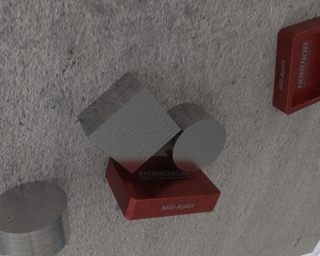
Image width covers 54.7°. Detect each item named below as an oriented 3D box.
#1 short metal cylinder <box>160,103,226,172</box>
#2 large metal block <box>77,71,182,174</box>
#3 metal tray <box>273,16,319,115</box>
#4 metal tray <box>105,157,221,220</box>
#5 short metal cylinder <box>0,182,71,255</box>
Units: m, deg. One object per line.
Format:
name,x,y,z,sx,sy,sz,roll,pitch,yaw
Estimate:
short metal cylinder,0.042,0.012,0.421,0.081,0.050,0.079,-14,124,-21
large metal block,-0.035,-0.006,0.368,0.080,0.050,0.080,-42,130,0
metal tray,0.219,-0.093,0.465,0.091,0.030,0.129,-22,127,-16
metal tray,0.003,0.075,0.412,0.131,0.090,0.030,3,117,-30
short metal cylinder,-0.147,0.107,0.357,0.081,0.080,0.050,-10,123,-23
